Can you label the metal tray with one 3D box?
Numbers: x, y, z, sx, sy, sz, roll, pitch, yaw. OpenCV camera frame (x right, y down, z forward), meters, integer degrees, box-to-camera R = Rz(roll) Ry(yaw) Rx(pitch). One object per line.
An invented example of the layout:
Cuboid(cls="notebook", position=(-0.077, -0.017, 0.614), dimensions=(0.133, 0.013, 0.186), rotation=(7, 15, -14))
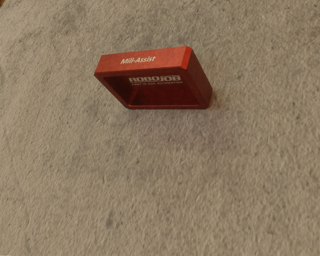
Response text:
Cuboid(cls="metal tray", position=(-0.008, -0.060, 0.403), dimensions=(0.130, 0.090, 0.030), rotation=(2, 63, 29))
